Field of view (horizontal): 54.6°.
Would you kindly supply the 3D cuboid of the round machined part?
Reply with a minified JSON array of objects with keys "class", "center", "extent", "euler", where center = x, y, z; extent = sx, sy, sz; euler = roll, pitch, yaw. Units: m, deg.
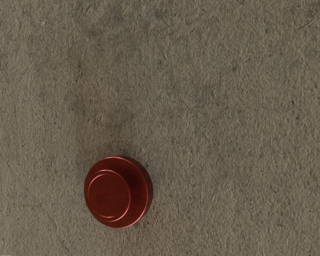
[{"class":"round machined part","center":[-0.063,0.088,0.423],"extent":[0.098,0.042,0.097],"euler":[0,90,20]}]
